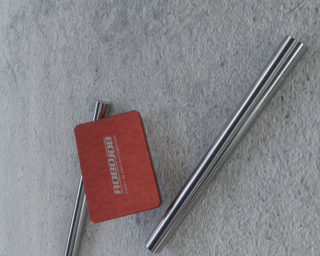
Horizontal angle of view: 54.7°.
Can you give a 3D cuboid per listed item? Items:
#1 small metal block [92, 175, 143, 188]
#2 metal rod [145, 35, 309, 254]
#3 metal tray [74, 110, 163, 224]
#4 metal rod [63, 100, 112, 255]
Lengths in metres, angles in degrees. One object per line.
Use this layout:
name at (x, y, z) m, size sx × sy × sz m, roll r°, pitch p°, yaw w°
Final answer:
small metal block at (-0.060, 0.078, 0.435) m, size 0.050 × 0.050 × 0.025 m, roll -30°, pitch 71°, yaw 35°
metal rod at (0.062, 0.036, 0.352) m, size 0.025 × 0.025 × 0.298 m, roll 44°, pitch 116°, yaw 30°
metal tray at (-0.056, 0.050, 0.409) m, size 0.090 × 0.030 × 0.129 m, roll -15°, pitch 75°, yaw 1°
metal rod at (-0.122, 0.102, 0.502) m, size 0.025 × 0.025 × 0.298 m, roll 23°, pitch 104°, yaw 37°
